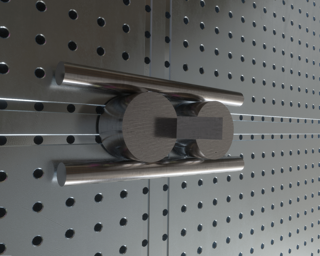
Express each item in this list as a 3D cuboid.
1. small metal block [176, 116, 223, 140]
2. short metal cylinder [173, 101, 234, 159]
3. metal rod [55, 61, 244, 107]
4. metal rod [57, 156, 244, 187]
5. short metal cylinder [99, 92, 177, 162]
[{"bbox_3d":[0.047,0.001,0.368,0.050,0.050,0.025,22,70,-83],"label":"small metal block"},{"bbox_3d":[0.059,0.003,0.439,0.081,0.050,0.079,0,90,-40],"label":"short metal cylinder"},{"bbox_3d":[0.013,-0.052,0.416,0.302,0.025,0.025,2,89,-40],"label":"metal rod"},{"bbox_3d":[0.014,0.054,0.417,0.302,0.025,0.025,3,88,-40],"label":"metal rod"},{"bbox_3d":[-0.025,-0.001,0.368,0.081,0.050,0.079,0,90,-40],"label":"short metal cylinder"}]
